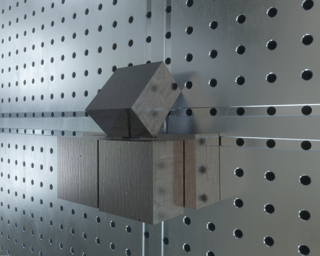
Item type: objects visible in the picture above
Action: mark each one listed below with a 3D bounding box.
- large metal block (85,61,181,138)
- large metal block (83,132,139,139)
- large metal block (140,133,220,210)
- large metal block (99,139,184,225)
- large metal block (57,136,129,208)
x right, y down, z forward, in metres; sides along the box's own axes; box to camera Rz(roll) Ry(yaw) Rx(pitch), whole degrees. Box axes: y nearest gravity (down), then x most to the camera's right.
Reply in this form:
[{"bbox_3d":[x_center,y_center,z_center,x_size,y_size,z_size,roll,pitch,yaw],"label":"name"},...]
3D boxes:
[{"bbox_3d":[-0.033,-0.035,0.391,0.080,0.050,0.080,1,48,39],"label":"large metal block"},{"bbox_3d":[-0.067,0.046,0.446,0.080,0.050,0.079,2,91,39],"label":"large metal block"},{"bbox_3d":[0.023,0.047,0.372,0.080,0.050,0.079,-1,89,39],"label":"large metal block"},{"bbox_3d":[-0.022,0.053,0.341,0.080,0.050,0.079,0,90,39],"label":"large metal block"},{"bbox_3d":[-0.085,0.050,0.392,0.080,0.050,0.079,0,90,39],"label":"large metal block"}]
